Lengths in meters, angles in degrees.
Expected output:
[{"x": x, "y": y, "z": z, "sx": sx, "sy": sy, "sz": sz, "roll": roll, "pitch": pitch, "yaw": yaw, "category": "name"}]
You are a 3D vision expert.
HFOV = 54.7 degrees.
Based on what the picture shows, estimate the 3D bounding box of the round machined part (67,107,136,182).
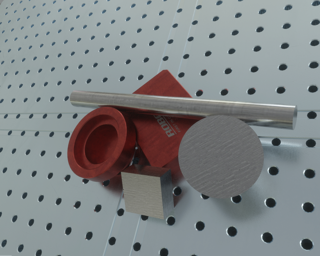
[{"x": -0.072, "y": 0.024, "z": 0.412, "sx": 0.098, "sy": 0.042, "sz": 0.098, "roll": -14, "pitch": 61, "yaw": 27, "category": "round machined part"}]

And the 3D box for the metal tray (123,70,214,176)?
[{"x": 0.007, "y": -0.010, "z": 0.407, "sx": 0.090, "sy": 0.030, "sz": 0.130, "roll": -37, "pitch": 51, "yaw": 3, "category": "metal tray"}]

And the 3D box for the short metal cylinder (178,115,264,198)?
[{"x": 0.062, "y": 0.030, "z": 0.320, "sx": 0.080, "sy": 0.050, "sz": 0.080, "roll": -2, "pitch": 81, "yaw": 11, "category": "short metal cylinder"}]

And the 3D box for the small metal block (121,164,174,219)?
[{"x": -0.014, "y": 0.071, "z": 0.353, "sx": 0.050, "sy": 0.025, "sz": 0.050, "roll": 3, "pitch": 106, "yaw": 28, "category": "small metal block"}]

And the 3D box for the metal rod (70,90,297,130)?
[{"x": 0.005, "y": -0.027, "z": 0.381, "sx": 0.300, "sy": 0.025, "sz": 0.025, "roll": 7, "pitch": 65, "yaw": 31, "category": "metal rod"}]
